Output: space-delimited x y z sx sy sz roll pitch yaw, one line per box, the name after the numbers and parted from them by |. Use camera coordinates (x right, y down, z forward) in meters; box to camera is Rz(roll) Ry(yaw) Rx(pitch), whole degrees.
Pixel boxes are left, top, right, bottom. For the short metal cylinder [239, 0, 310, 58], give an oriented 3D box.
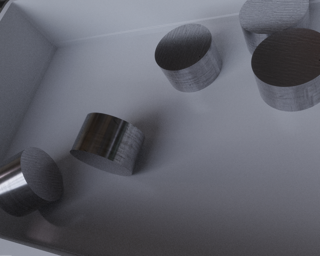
0.146 -0.133 0.394 0.080 0.050 0.080 -13 56 21 | short metal cylinder

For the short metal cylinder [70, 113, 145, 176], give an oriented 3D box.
-0.065 0.022 0.391 0.080 0.080 0.050 6 65 31 | short metal cylinder

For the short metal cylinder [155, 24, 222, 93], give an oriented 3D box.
0.040 -0.096 0.428 0.080 0.050 0.080 -13 56 21 | short metal cylinder

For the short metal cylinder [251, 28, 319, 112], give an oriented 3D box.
0.149 -0.065 0.351 0.080 0.050 0.080 -13 56 21 | short metal cylinder

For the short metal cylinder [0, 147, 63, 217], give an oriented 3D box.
-0.178 0.072 0.420 0.050 0.080 0.080 -28 52 11 | short metal cylinder
